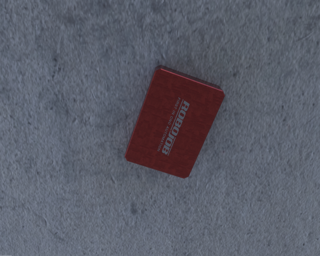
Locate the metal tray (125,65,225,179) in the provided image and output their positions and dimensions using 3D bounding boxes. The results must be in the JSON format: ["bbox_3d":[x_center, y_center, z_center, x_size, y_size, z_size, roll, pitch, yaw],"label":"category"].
[{"bbox_3d":[0.017,-0.006,0.405,0.091,0.030,0.129,19,109,-7],"label":"metal tray"}]
